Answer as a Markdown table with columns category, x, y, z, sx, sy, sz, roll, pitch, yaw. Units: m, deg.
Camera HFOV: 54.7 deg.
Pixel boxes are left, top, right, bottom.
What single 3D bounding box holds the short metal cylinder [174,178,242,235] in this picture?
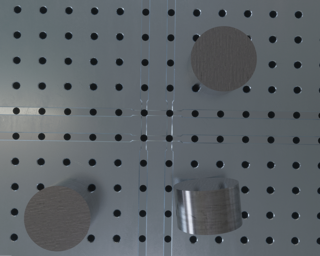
| category | x | y | z | sx | sy | sz | roll | pitch | yaw |
| --- | --- | --- | --- | --- | --- | --- | --- | --- | --- |
| short metal cylinder | 0.059 | 0.094 | 0.386 | 0.080 | 0.080 | 0.050 | -5 | 90 | 0 |

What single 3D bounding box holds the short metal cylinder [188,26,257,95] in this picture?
| category | x | y | z | sx | sy | sz | roll | pitch | yaw |
| --- | --- | --- | --- | --- | --- | --- | --- | --- | --- |
| short metal cylinder | 0.078 | -0.084 | 0.401 | 0.081 | 0.050 | 0.079 | 0 | 90 | 0 |

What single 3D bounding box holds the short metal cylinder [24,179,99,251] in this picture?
| category | x | y | z | sx | sy | sz | roll | pitch | yaw |
| --- | --- | --- | --- | --- | --- | --- | --- | --- | --- |
| short metal cylinder | -0.124 | 0.110 | 0.400 | 0.081 | 0.050 | 0.079 | 0 | 90 | 0 |
